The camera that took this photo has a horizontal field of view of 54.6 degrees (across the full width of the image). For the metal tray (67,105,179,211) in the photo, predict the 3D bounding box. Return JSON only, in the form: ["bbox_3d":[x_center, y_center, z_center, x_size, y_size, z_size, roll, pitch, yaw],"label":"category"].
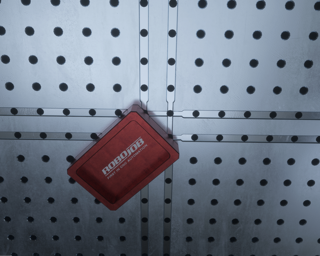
[{"bbox_3d":[-0.050,0.043,0.426,0.130,0.030,0.090,-41,105,13],"label":"metal tray"}]
